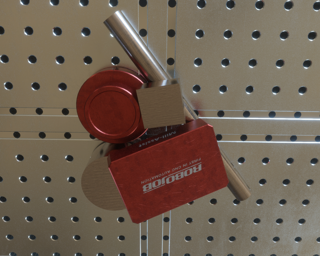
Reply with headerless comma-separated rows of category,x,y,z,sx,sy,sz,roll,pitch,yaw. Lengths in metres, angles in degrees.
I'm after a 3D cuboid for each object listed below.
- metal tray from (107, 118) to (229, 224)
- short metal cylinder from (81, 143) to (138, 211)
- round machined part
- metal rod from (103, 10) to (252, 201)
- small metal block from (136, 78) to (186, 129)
metal tray,0.011,0.053,0.385,0.131,0.030,0.090,-21,110,-6
short metal cylinder,-0.060,0.063,0.418,0.081,0.050,0.079,0,110,0
round machined part,-0.057,-0.024,0.390,0.099,0.042,0.097,0,110,1
metal rod,0.032,-0.017,0.403,0.025,0.025,0.300,-35,107,12
small metal block,0.003,-0.030,0.373,0.050,0.025,0.050,-8,113,8
